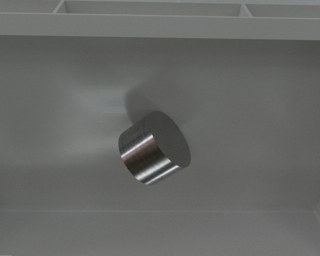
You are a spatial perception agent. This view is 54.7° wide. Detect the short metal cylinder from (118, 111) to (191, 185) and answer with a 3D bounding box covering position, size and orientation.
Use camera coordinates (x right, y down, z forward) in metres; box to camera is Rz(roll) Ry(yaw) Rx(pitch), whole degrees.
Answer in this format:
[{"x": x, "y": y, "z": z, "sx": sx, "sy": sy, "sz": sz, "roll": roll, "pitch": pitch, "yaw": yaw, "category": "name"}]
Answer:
[{"x": -0.006, "y": 0.025, "z": 0.391, "sx": 0.050, "sy": 0.080, "sz": 0.080, "roll": -34, "pitch": 123, "yaw": 25, "category": "short metal cylinder"}]
